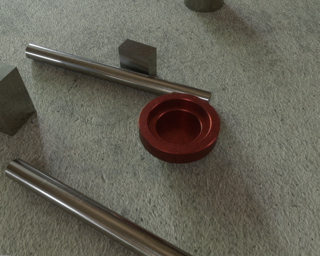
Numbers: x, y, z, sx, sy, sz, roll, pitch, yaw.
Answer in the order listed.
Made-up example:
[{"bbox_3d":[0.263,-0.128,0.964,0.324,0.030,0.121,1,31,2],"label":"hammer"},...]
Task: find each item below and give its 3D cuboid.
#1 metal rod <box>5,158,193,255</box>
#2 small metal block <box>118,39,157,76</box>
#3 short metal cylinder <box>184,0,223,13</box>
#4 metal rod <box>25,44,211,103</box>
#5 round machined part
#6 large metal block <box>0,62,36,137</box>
[{"bbox_3d":[-0.039,0.104,0.315,0.301,0.025,0.025,24,54,18],"label":"metal rod"},{"bbox_3d":[-0.033,-0.102,0.472,0.050,0.050,0.025,22,53,17],"label":"small metal block"},{"bbox_3d":[0.090,-0.275,0.619,0.081,0.050,0.080,0,50,0],"label":"short metal cylinder"},{"bbox_3d":[-0.071,-0.082,0.470,0.301,0.025,0.025,17,52,13],"label":"metal rod"},{"bbox_3d":[0.023,0.005,0.389,0.099,0.042,0.098,0,50,0],"label":"round machined part"},{"bbox_3d":[-0.221,-0.043,0.401,0.080,0.080,0.050,17,52,13],"label":"large metal block"}]
